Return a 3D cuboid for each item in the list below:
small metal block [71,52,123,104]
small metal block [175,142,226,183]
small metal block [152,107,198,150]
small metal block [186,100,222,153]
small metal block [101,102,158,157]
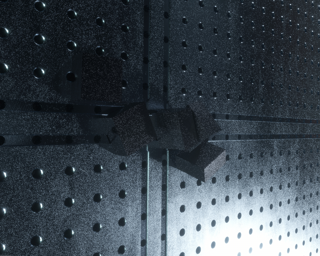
[{"bbox_3d":[-0.071,-0.055,0.351,0.050,0.025,0.050,2,89,-40],"label":"small metal block"},{"bbox_3d":[0.058,0.044,0.441,0.050,0.050,0.025,-35,132,-35],"label":"small metal block"},{"bbox_3d":[0.019,0.000,0.411,0.025,0.050,0.050,-21,104,-38],"label":"small metal block"},{"bbox_3d":[0.048,-0.002,0.423,0.025,0.050,0.050,-22,73,-38],"label":"small metal block"},{"bbox_3d":[-0.037,0.001,0.380,0.050,0.025,0.050,-31,110,-36],"label":"small metal block"}]
